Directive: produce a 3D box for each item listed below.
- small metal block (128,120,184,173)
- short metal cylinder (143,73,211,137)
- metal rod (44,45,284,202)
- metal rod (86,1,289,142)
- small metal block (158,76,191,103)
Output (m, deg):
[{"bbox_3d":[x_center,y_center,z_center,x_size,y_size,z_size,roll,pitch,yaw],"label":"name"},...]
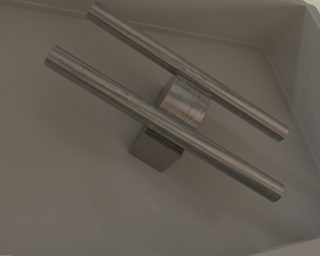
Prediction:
[{"bbox_3d":[-0.003,0.022,0.374,0.050,0.050,0.025,32,52,-8],"label":"small metal block"},{"bbox_3d":[0.021,-0.023,0.395,0.050,0.080,0.080,32,51,-8],"label":"short metal cylinder"},{"bbox_3d":[0.012,0.001,0.349,0.301,0.025,0.025,31,52,-8],"label":"metal rod"},{"bbox_3d":[0.042,-0.069,0.406,0.301,0.025,0.025,31,52,-8],"label":"metal rod"},{"bbox_3d":[0.033,-0.053,0.439,0.050,0.050,0.025,32,52,-8],"label":"small metal block"}]
